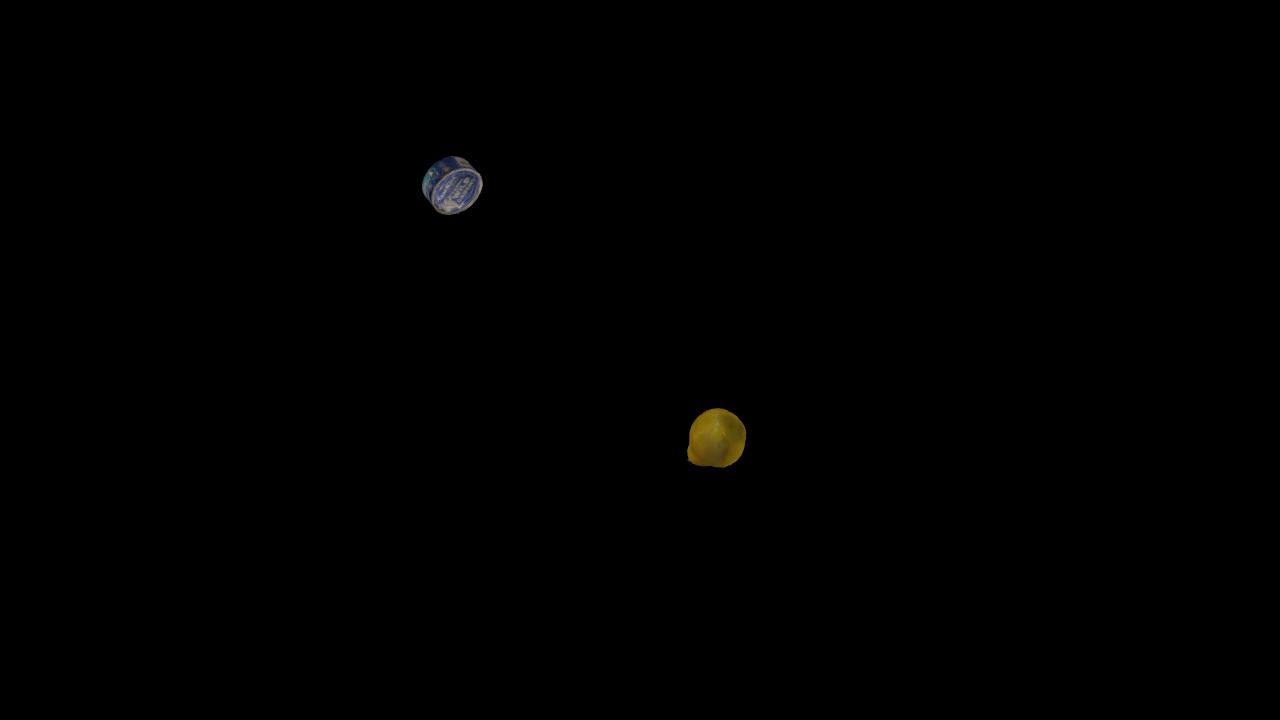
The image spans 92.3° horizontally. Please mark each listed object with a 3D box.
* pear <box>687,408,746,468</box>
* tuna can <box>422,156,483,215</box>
[{"bbox_3d":[0.089,0.116,0.827,0.080,0.080,0.111,0,-38,-43],"label":"pear"},{"bbox_3d":[-0.279,-0.260,0.914,0.084,0.034,0.084,-36,-18,-14],"label":"tuna can"}]
